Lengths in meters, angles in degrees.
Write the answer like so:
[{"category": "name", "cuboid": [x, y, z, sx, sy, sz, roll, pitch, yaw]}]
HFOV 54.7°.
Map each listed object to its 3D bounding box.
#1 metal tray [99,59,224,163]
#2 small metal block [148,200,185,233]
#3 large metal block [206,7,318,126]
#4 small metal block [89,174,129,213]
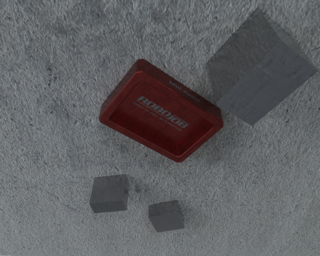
[{"category": "metal tray", "cuboid": [0.002, -0.016, 0.390, 0.131, 0.030, 0.090, 30, 124, -23]}, {"category": "small metal block", "cuboid": [0.012, 0.154, 0.538, 0.050, 0.025, 0.050, -13, 129, 10]}, {"category": "large metal block", "cuboid": [0.098, -0.063, 0.318, 0.050, 0.080, 0.080, 29, 124, -22]}, {"category": "small metal block", "cuboid": [-0.076, 0.100, 0.475, 0.050, 0.050, 0.025, -6, 130, 5]}]
